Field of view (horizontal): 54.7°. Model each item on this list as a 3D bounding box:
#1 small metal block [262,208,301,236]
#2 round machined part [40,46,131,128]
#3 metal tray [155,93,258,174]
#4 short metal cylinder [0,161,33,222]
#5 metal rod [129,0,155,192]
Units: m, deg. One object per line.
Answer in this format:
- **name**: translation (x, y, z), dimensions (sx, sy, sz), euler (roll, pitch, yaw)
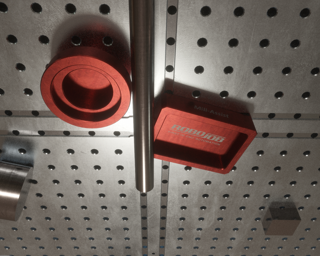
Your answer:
- **small metal block**: translation (0.219, 0.170, 0.560), dimensions (0.050, 0.025, 0.050), euler (1, 130, -2)
- **round machined part**: translation (-0.081, -0.049, 0.357), dimensions (0.099, 0.042, 0.097), euler (0, 130, 0)
- **metal tray**: translation (0.050, 0.011, 0.418), dimensions (0.131, 0.030, 0.089), euler (14, 129, -13)
- **short metal cylinder**: translation (-0.223, 0.091, 0.449), dimensions (0.050, 0.080, 0.079), euler (14, 129, -12)
- **metal rod**: translation (-0.019, -0.045, 0.347), dimensions (0.025, 0.025, 0.298), euler (0, 123, -1)
